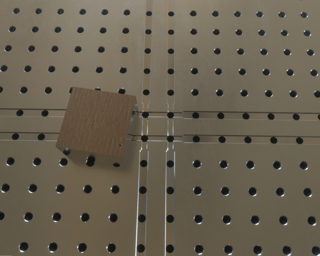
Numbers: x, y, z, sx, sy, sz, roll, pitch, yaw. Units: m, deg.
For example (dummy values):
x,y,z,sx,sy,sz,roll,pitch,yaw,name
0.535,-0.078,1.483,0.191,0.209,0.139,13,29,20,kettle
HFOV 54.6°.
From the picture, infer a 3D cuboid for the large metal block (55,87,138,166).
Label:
x,y,z,sx,sy,sz,roll,pitch,yaw,name
-0.076,-0.001,0.398,0.080,0.050,0.080,9,70,3,large metal block
